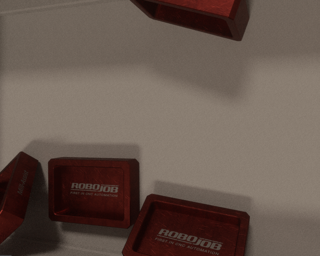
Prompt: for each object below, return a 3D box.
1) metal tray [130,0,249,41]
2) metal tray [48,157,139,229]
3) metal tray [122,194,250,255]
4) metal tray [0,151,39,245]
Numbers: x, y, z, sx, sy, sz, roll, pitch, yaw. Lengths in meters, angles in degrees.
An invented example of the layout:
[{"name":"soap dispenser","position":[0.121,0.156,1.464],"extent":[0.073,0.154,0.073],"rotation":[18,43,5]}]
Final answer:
[{"name":"metal tray","position":[0.034,-0.143,0.363],"extent":[0.130,0.090,0.030],"rotation":[21,97,18]},{"name":"metal tray","position":[-0.095,0.088,0.439],"extent":[0.130,0.030,0.089],"rotation":[-1,90,19]},{"name":"metal tray","position":[0.033,0.132,0.364],"extent":[0.130,0.090,0.030],"rotation":[7,132,19]},{"name":"metal tray","position":[-0.221,0.104,0.438],"extent":[0.090,0.130,0.030],"rotation":[-42,120,15]}]
